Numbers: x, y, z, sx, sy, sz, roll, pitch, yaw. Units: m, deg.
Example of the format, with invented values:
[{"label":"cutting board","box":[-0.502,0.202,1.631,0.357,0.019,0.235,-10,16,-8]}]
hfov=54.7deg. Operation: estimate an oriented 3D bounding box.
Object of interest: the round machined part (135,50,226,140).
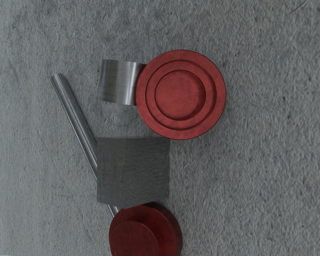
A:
[{"label":"round machined part","box":[0.022,-0.037,0.354,0.099,0.042,0.097,0,96,-2]}]

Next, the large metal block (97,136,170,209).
[{"label":"large metal block","box":[-0.032,0.051,0.396,0.050,0.081,0.080,1,91,40]}]

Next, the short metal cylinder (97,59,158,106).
[{"label":"short metal cylinder","box":[-0.038,-0.057,0.401,0.080,0.081,0.050,13,99,39]}]

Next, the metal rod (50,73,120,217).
[{"label":"metal rod","box":[-0.114,0.029,0.499,0.025,0.025,0.299,-45,63,31]}]

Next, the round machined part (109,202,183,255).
[{"label":"round machined part","box":[-0.024,0.146,0.397,0.098,0.042,0.097,1,92,23]}]
